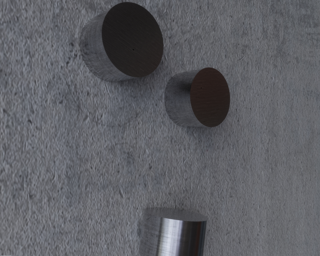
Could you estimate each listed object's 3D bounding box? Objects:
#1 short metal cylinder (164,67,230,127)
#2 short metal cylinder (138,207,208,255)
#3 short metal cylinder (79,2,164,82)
[{"bbox_3d":[0.053,-0.041,0.432,0.081,0.050,0.080,0,90,-40],"label":"short metal cylinder"},{"bbox_3d":[0.017,0.131,0.383,0.081,0.080,0.050,12,82,-39],"label":"short metal cylinder"},{"bbox_3d":[-0.043,-0.095,0.352,0.081,0.050,0.080,0,90,-40],"label":"short metal cylinder"}]
